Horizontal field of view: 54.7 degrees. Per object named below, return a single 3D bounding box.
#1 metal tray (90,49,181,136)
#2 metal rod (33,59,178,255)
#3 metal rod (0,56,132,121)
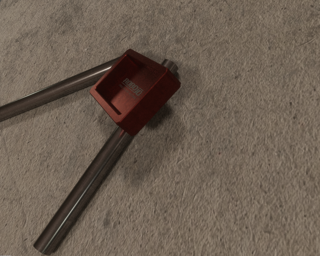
[{"bbox_3d":[-0.040,-0.054,0.422,0.090,0.030,0.130,-47,37,-1],"label":"metal tray"},{"bbox_3d":[-0.065,0.030,0.418,0.025,0.025,0.300,25,75,36],"label":"metal rod"},{"bbox_3d":[-0.174,-0.065,0.532,0.301,0.025,0.025,-18,55,17],"label":"metal rod"}]
